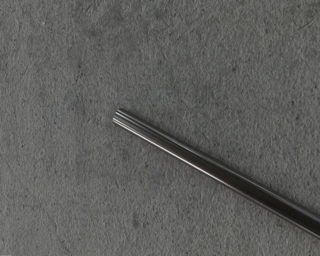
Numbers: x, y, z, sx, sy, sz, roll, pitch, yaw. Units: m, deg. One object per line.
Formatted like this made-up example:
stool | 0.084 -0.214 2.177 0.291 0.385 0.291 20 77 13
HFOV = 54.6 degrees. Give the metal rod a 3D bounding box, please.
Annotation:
metal rod | 0.069 0.052 0.384 0.300 0.025 0.025 28 99 17
